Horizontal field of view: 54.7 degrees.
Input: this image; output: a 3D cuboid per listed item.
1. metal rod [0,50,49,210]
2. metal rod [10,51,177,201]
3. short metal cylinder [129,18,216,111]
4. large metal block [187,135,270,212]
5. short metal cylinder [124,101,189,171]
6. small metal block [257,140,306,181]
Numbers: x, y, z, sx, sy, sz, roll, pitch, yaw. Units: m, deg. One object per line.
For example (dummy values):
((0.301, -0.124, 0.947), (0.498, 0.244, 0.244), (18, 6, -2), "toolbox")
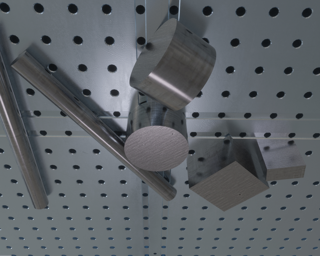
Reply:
((-0.193, 0.012, 0.419), (0.025, 0.025, 0.298), (1, 130, -2), "metal rod")
((-0.070, 0.015, 0.423), (0.025, 0.025, 0.300), (-29, 125, 22), "metal rod")
((0.012, -0.064, 0.321), (0.050, 0.080, 0.080), (30, 124, -23), "short metal cylinder")
((0.098, 0.069, 0.455), (0.080, 0.050, 0.080), (-37, 121, 27), "large metal block")
((-0.004, 0.011, 0.405), (0.081, 0.050, 0.079), (0, 130, 0), "short metal cylinder")
((0.169, 0.045, 0.436), (0.050, 0.050, 0.025), (-7, 130, 5), "small metal block")
